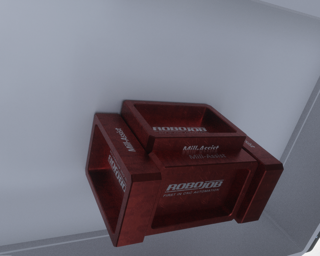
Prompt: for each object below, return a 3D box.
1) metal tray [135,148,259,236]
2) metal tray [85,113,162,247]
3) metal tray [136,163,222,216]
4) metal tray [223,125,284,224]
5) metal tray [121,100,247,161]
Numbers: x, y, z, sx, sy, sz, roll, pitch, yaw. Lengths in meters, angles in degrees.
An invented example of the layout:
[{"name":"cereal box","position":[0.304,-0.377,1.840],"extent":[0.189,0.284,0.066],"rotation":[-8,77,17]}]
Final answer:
[{"name":"metal tray","position":[0.041,0.070,0.352],"extent":[0.131,0.030,0.089],"rotation":[1,118,-29]},{"name":"metal tray","position":[-0.048,0.051,0.344],"extent":[0.030,0.130,0.089],"rotation":[0,119,-29]},{"name":"metal tray","position":[0.006,0.079,0.415],"extent":[0.131,0.090,0.030],"rotation":[0,118,-29]},{"name":"metal tray","position":[0.096,0.052,0.422],"extent":[0.030,0.130,0.089],"rotation":[1,119,-29]},{"name":"metal tray","position":[0.027,0.001,0.378],"extent":[0.131,0.090,0.030],"rotation":[0,119,-28]}]
